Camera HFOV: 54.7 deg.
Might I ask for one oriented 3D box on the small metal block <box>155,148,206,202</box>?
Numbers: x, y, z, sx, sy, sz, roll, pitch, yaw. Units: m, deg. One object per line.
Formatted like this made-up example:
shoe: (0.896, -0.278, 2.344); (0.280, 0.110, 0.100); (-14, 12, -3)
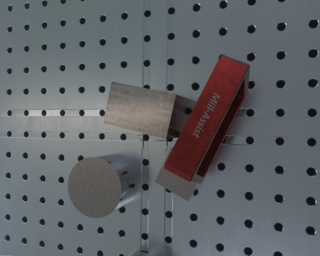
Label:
small metal block: (0.029, 0.059, 0.402); (0.050, 0.025, 0.050); (28, 99, 17)

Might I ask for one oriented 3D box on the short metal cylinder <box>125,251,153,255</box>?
short metal cylinder: (-0.034, 0.214, 0.411); (0.080, 0.050, 0.079); (0, 90, 20)

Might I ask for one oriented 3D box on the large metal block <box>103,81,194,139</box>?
large metal block: (-0.011, -0.021, 0.387); (0.080, 0.080, 0.050); (14, 95, 19)

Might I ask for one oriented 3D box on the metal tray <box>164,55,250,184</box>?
metal tray: (0.056, -0.003, 0.343); (0.030, 0.090, 0.130); (26, 85, 18)

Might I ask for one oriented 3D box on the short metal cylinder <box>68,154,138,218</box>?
short metal cylinder: (-0.078, 0.077, 0.427); (0.080, 0.050, 0.079); (0, 90, 20)
